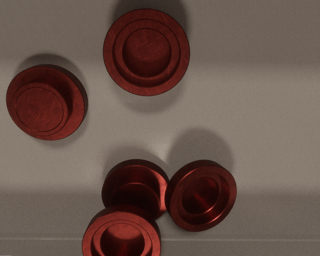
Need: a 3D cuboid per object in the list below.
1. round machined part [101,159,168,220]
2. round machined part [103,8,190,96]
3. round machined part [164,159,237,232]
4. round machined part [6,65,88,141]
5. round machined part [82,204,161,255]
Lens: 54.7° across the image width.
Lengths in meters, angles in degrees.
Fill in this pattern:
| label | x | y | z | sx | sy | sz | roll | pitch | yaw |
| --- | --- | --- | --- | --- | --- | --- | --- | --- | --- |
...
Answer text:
| label | x | y | z | sx | sy | sz | roll | pitch | yaw |
| --- | --- | --- | --- | --- | --- | --- | --- | --- | --- |
| round machined part | -0.033 | 0.097 | 0.438 | 0.099 | 0.042 | 0.097 | 0 | 110 | -1 |
| round machined part | -0.015 | -0.090 | 0.369 | 0.099 | 0.042 | 0.097 | 0 | 110 | -1 |
| round machined part | 0.052 | 0.088 | 0.425 | 0.099 | 0.042 | 0.097 | -6 | 108 | -19 |
| round machined part | -0.144 | -0.028 | 0.390 | 0.099 | 0.042 | 0.097 | 0 | 110 | -1 |
| round machined part | -0.048 | 0.145 | 0.405 | 0.099 | 0.042 | 0.097 | 0 | 100 | -1 |
